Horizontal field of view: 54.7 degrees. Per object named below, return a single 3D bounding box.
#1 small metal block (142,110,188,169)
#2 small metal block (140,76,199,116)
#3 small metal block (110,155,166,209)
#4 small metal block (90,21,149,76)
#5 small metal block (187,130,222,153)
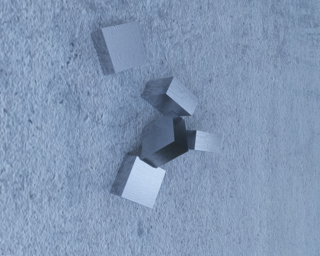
[{"bbox_3d":[0.005,0.014,0.380,0.025,0.050,0.050,37,34,-34],"label":"small metal block"},{"bbox_3d":[0.012,-0.039,0.398,0.050,0.050,0.025,37,67,-34],"label":"small metal block"},{"bbox_3d":[-0.026,0.066,0.383,0.050,0.025,0.050,32,70,-35],"label":"small metal block"},{"bbox_3d":[-0.047,-0.094,0.365,0.050,0.025,0.050,-27,107,-37],"label":"small metal block"},{"bbox_3d":[0.048,0.019,0.429,0.050,0.050,0.025,10,84,-40],"label":"small metal block"}]
